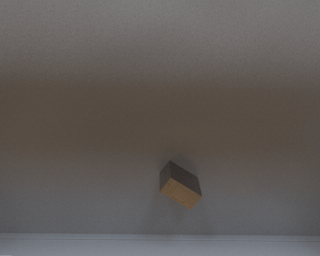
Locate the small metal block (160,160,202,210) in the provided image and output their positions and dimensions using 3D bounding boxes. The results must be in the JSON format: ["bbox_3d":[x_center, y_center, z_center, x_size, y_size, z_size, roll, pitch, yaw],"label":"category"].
[{"bbox_3d":[0.027,0.077,0.427,0.050,0.050,0.025,32,107,-11],"label":"small metal block"}]
